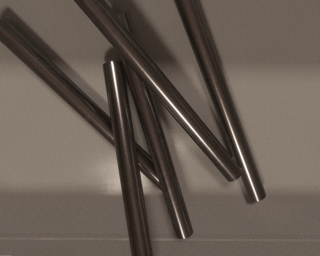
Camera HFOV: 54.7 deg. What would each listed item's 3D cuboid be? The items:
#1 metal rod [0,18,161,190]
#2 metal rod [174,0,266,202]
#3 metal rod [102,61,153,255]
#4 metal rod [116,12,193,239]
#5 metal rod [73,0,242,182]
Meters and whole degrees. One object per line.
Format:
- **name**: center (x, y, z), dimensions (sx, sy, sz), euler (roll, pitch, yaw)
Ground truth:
- **metal rod**: center (-0.087, -0.018, 0.403), dimensions (0.025, 0.025, 0.300), euler (-41, 106, 13)
- **metal rod**: center (0.083, -0.030, 0.401), dimensions (0.025, 0.025, 0.299), euler (-22, 109, 7)
- **metal rod**: center (-0.034, 0.068, 0.373), dimensions (0.025, 0.025, 0.298), euler (-10, 86, 3)
- **metal rod**: center (-0.007, 0.008, 0.397), dimensions (0.025, 0.025, 0.298), euler (-15, 103, 5)
- **metal rod**: center (0.008, -0.042, 0.369), dimensions (0.025, 0.025, 0.300), euler (-37, 111, 12)
